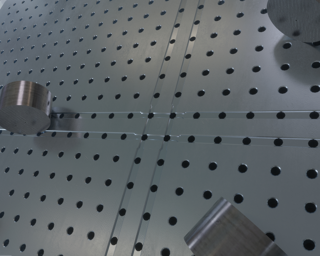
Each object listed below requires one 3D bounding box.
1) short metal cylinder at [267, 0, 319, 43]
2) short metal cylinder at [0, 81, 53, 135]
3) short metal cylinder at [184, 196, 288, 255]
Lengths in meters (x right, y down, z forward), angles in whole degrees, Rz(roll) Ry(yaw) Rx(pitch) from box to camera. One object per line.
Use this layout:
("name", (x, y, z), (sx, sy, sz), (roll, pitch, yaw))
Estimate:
("short metal cylinder", (0.178, -0.150, 0.371), (0.080, 0.080, 0.050), (32, 80, 38))
("short metal cylinder", (-0.220, -0.032, 0.508), (0.080, 0.080, 0.050), (-20, 54, 16))
("short metal cylinder", (0.068, 0.107, 0.272), (0.050, 0.080, 0.080), (-47, 51, -4))
